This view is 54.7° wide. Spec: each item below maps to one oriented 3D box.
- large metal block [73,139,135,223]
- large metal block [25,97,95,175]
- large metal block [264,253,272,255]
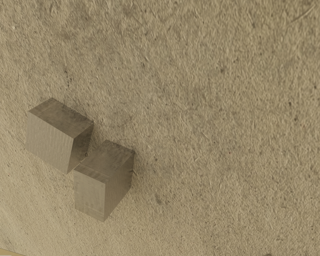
[{"bbox_3d":[-0.082,0.077,0.462,0.050,0.080,0.079,21,126,16],"label":"large metal block"},{"bbox_3d":[-0.157,0.012,0.481,0.080,0.050,0.079,30,128,9],"label":"large metal block"},{"bbox_3d":[0.157,0.244,0.459,0.080,0.050,0.080,44,129,-2],"label":"large metal block"}]
